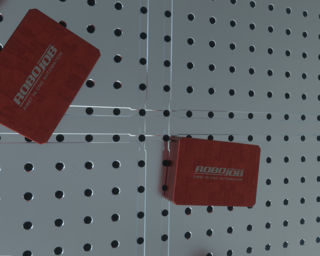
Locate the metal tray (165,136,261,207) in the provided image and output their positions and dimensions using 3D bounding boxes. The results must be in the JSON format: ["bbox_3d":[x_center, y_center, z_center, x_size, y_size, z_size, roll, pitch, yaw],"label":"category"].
[{"bbox_3d":[0.077,0.063,0.440,0.131,0.030,0.089,7,88,-20],"label":"metal tray"}]

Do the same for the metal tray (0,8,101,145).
[{"bbox_3d":[-0.141,-0.057,0.358,0.090,0.030,0.130,32,79,-18],"label":"metal tray"}]
